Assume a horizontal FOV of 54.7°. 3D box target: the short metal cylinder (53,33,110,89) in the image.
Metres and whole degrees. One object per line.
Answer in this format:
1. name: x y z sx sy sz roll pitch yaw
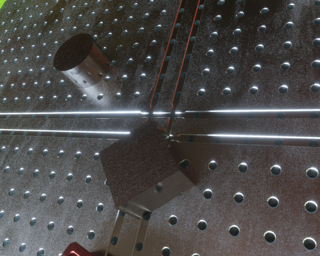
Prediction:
1. short metal cylinder: -0.134 -0.115 0.533 0.080 0.050 0.080 -13 56 21

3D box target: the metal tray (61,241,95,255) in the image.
1. metal tray: -0.098 0.194 0.312 0.090 0.030 0.130 13 55 41

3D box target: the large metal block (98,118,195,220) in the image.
1. large metal block: -0.017 0.049 0.371 0.080 0.050 0.080 -33 52 7
